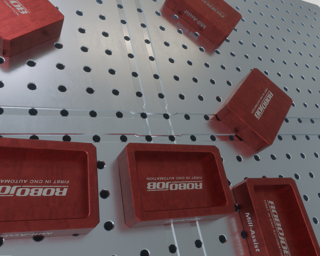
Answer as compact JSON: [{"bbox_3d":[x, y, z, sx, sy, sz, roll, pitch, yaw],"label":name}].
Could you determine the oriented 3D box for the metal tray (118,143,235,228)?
[{"bbox_3d":[0.020,0.066,0.374,0.131,0.030,0.090,3,60,-26],"label":"metal tray"}]

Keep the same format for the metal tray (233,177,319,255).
[{"bbox_3d":[0.156,0.132,0.407,0.091,0.030,0.130,4,60,-26],"label":"metal tray"}]

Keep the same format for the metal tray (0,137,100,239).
[{"bbox_3d":[-0.128,0.057,0.300,0.131,0.030,0.090,5,59,-25],"label":"metal tray"}]

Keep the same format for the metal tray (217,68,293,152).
[{"bbox_3d":[0.159,-0.033,0.510,0.090,0.030,0.131,42,51,0],"label":"metal tray"}]

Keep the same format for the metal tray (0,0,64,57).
[{"bbox_3d":[-0.201,-0.160,0.394,0.130,0.030,0.090,45,51,3],"label":"metal tray"}]

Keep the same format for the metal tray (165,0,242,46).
[{"bbox_3d":[0.084,-0.224,0.586,0.130,0.030,0.090,38,51,-3],"label":"metal tray"}]
